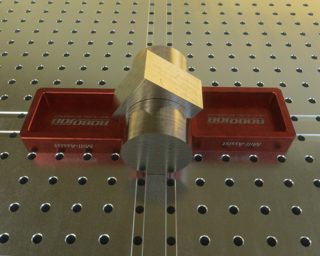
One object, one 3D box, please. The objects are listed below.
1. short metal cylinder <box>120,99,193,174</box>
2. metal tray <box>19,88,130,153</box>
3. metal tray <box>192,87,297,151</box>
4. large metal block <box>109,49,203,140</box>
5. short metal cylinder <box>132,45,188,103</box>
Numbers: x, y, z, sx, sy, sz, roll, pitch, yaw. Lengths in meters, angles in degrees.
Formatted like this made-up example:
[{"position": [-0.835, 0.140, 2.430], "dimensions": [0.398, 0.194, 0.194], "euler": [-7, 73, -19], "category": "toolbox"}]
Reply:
[{"position": [-0.003, 0.012, 0.361], "dimensions": [0.080, 0.080, 0.050], "euler": [1, 50, 1], "category": "short metal cylinder"}, {"position": [-0.106, -0.012, 0.413], "dimensions": [0.131, 0.030, 0.090], "euler": [1, 50, 0], "category": "metal tray"}, {"position": [0.103, -0.014, 0.416], "dimensions": [0.131, 0.030, 0.090], "euler": [1, 50, 0], "category": "metal tray"}, {"position": [-0.005, -0.036, 0.383], "dimensions": [0.080, 0.080, 0.050], "euler": [25, 45, -24], "category": "large metal block"}, {"position": [0.000, -0.065, 0.426], "dimensions": [0.080, 0.080, 0.050], "euler": [1, 50, 1], "category": "short metal cylinder"}]
